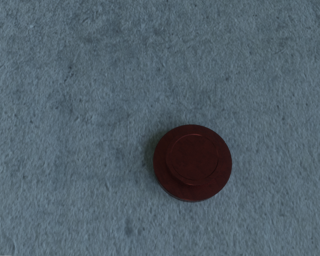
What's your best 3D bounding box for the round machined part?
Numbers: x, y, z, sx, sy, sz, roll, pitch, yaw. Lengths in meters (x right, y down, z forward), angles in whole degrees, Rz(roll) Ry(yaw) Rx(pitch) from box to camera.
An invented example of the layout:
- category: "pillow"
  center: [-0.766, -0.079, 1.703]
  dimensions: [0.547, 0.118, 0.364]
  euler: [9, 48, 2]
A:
- category: "round machined part"
  center: [0.041, 0.041, 0.385]
  dimensions: [0.099, 0.042, 0.098]
  euler: [0, 70, -1]
